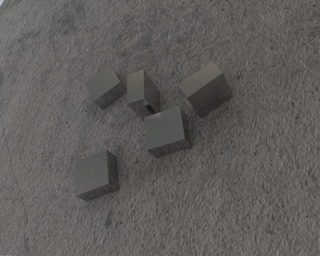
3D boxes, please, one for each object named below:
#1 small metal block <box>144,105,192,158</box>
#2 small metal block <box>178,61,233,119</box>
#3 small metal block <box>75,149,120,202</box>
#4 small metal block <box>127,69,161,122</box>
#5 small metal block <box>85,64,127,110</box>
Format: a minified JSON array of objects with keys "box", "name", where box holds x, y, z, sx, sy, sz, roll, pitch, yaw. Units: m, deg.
[{"box":[0.010,0.005,0.396,0.050,0.025,0.050,-18,55,17],"name":"small metal block"},{"box":[0.058,-0.046,0.386,0.050,0.050,0.025,-35,51,5],"name":"small metal block"},{"box":[-0.084,0.063,0.409,0.050,0.025,0.050,-22,53,15],"name":"small metal block"},{"box":[-0.022,-0.043,0.426,0.025,0.050,0.050,-16,55,19],"name":"small metal block"},{"box":[-0.085,-0.064,0.488,0.050,0.025,0.050,-36,51,4],"name":"small metal block"}]
